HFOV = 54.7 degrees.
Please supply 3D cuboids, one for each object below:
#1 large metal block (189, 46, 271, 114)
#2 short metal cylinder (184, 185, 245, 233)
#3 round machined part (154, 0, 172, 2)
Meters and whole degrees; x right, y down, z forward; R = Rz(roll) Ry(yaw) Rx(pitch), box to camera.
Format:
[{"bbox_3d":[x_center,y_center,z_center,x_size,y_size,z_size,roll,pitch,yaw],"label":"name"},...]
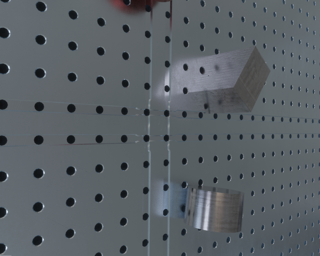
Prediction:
[{"bbox_3d":[0.104,-0.069,0.460,0.050,0.080,0.080,46,62,-31],"label":"large metal block"},{"bbox_3d":[0.076,0.112,0.437,0.081,0.080,0.050,11,83,-40],"label":"short metal cylinder"},{"bbox_3d":[-0.006,-0.210,0.393,0.099,0.042,0.097,0,90,-40],"label":"round machined part"}]
